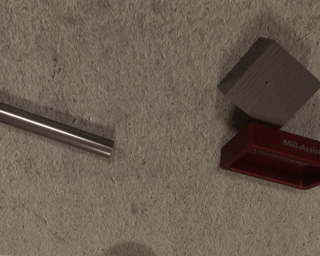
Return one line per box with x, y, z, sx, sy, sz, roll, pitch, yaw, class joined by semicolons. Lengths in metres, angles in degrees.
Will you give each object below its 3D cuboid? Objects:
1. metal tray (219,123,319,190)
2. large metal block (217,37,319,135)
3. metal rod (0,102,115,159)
0.154;0.040;0.395;0.131;0.030;0.090;15;153;-6;metal tray
0.131;-0.052;0.379;0.080;0.050;0.080;36;106;-13;large metal block
-0.206;-0.020;0.399;0.302;0.025;0.025;20;109;-8;metal rod
